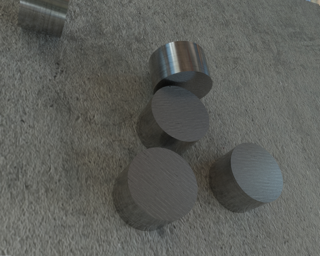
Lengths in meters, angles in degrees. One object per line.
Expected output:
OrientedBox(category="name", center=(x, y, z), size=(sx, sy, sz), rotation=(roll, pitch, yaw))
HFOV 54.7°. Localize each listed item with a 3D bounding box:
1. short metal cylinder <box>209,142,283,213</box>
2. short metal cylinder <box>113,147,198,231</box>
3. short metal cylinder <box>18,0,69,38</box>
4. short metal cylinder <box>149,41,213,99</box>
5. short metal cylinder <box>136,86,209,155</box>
OrientedBox(category="short metal cylinder", center=(0.112, 0.066, 0.408), size=(0.081, 0.050, 0.080), rotation=(14, 56, -21))
OrientedBox(category="short metal cylinder", center=(-0.006, 0.068, 0.343), size=(0.081, 0.050, 0.080), rotation=(14, 56, -21))
OrientedBox(category="short metal cylinder", center=(-0.143, -0.159, 0.389), size=(0.050, 0.080, 0.080), rotation=(11, 57, -22))
OrientedBox(category="short metal cylinder", center=(0.027, -0.073, 0.428), size=(0.081, 0.080, 0.050), rotation=(5, 60, -26))
OrientedBox(category="short metal cylinder", center=(0.016, -0.007, 0.401), size=(0.081, 0.050, 0.080), rotation=(14, 56, -21))
